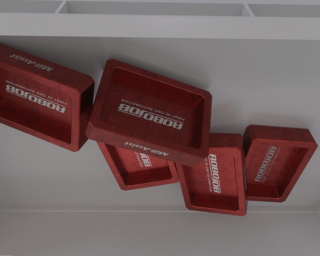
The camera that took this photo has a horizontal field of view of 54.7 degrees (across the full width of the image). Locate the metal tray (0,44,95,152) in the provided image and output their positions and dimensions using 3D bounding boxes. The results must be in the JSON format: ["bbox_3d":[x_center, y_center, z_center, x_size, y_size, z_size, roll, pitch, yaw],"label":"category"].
[{"bbox_3d":[-0.142,-0.034,0.348,0.131,0.030,0.089,20,130,7],"label":"metal tray"}]

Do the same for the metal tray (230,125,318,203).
[{"bbox_3d":[0.158,0.057,0.454,0.091,0.030,0.129,4,130,-4],"label":"metal tray"}]

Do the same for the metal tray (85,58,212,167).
[{"bbox_3d":[-0.008,-0.016,0.348,0.131,0.090,0.030,17,149,-14],"label":"metal tray"}]

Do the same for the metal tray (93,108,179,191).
[{"bbox_3d":[-0.029,0.031,0.431,0.090,0.030,0.129,-11,130,8],"label":"metal tray"}]

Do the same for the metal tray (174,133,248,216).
[{"bbox_3d":[0.074,0.067,0.437,0.090,0.030,0.129,1,127,21],"label":"metal tray"}]
